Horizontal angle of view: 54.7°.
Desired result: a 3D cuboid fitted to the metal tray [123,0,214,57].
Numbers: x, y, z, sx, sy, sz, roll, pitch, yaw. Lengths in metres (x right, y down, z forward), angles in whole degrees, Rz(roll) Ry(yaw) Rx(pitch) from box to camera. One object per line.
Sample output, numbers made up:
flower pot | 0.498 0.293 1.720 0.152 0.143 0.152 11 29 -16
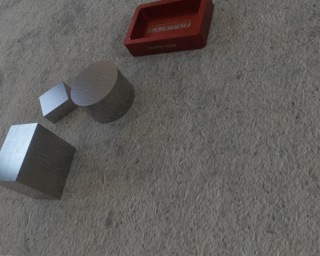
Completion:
metal tray | 0.014 -0.164 0.494 0.130 0.030 0.090 0 62 28

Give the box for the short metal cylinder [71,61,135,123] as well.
short metal cylinder | -0.085 -0.054 0.466 0.080 0.050 0.080 -13 56 21

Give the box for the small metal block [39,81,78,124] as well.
small metal block | -0.171 -0.043 0.520 0.050 0.025 0.050 -34 51 6

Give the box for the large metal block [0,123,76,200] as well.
large metal block | -0.172 0.049 0.429 0.050 0.080 0.080 -4 60 26
